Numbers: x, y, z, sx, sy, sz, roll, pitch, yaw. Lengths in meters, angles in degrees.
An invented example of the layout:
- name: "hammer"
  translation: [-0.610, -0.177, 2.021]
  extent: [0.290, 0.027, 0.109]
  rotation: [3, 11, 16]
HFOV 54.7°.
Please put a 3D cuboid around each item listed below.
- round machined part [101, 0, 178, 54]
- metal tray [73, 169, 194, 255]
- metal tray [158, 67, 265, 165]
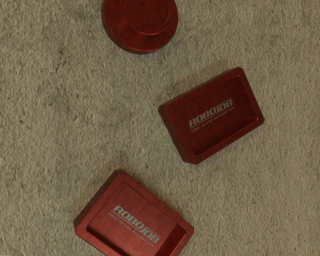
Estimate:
- name: "round machined part"
  translation: [-0.022, -0.146, 0.392]
  extent: [0.099, 0.042, 0.097]
  rotation: [0, 90, -20]
- name: "metal tray"
  translation: [-0.031, 0.126, 0.395]
  extent: [0.130, 0.030, 0.090]
  rotation: [42, 77, -15]
- name: "metal tray"
  translation: [0.074, -0.018, 0.433]
  extent: [0.131, 0.030, 0.090]
  rotation: [-29, 100, -18]
